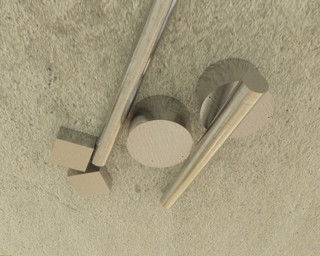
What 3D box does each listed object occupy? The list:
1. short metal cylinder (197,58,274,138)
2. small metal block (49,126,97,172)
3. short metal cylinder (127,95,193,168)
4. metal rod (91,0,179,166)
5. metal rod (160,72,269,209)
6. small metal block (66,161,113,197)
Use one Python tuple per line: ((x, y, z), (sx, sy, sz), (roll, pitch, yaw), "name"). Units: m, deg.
((0.085, -0.034, 0.362), (0.081, 0.050, 0.079), (0, 130, 0), "short metal cylinder")
((-0.121, 0.030, 0.432), (0.050, 0.025, 0.050), (18, 128, -15), "small metal block")
((0.000, 0.005, 0.395), (0.081, 0.050, 0.079), (0, 130, 0), "short metal cylinder")
((-0.030, -0.060, 0.355), (0.025, 0.025, 0.298), (18, 128, -15), "metal rod")
((0.048, 0.041, 0.392), (0.025, 0.025, 0.298), (11, 145, -9), "metal rod")
((-0.106, 0.077, 0.471), (0.050, 0.025, 0.050), (-11, 130, 8), "small metal block")
